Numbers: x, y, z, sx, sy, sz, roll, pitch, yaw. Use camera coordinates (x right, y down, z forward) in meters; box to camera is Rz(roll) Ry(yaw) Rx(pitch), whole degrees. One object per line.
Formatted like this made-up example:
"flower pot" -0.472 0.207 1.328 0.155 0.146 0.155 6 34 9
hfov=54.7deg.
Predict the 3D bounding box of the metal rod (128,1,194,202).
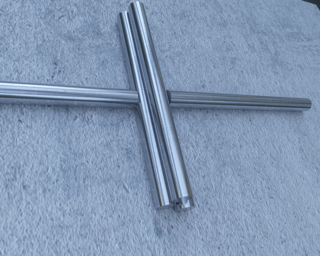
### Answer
"metal rod" -0.005 -0.052 0.410 0.025 0.025 0.299 1 61 -28

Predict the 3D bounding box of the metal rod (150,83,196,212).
"metal rod" -0.001 -0.035 0.429 0.025 0.025 0.299 1 61 -28

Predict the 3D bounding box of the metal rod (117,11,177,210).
"metal rod" -0.024 -0.041 0.419 0.025 0.025 0.299 1 61 -28

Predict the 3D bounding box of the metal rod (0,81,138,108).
"metal rod" -0.167 -0.039 0.339 0.303 0.025 0.025 0 62 -28

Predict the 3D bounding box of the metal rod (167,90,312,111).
"metal rod" 0.142 -0.043 0.510 0.303 0.025 0.025 -1 62 -29
